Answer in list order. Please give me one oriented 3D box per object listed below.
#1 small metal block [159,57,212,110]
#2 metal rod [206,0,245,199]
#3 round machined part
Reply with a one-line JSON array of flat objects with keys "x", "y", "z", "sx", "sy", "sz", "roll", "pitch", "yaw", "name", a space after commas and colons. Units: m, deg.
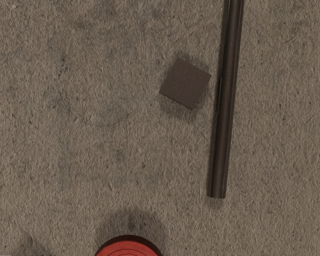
[{"x": 0.033, "y": -0.058, "z": 0.410, "sx": 0.050, "sy": 0.025, "sz": 0.050, "roll": 28, "pitch": 90, "yaw": -1, "name": "small metal block"}, {"x": 0.089, "y": -0.058, "z": 0.411, "sx": 0.025, "sy": 0.025, "sz": 0.298, "roll": 6, "pitch": 90, "yaw": -1, "name": "metal rod"}, {"x": -0.041, "y": 0.186, "z": 0.401, "sx": 0.099, "sy": 0.042, "sz": 0.097, "roll": 0, "pitch": 90, "yaw": -1, "name": "round machined part"}]
